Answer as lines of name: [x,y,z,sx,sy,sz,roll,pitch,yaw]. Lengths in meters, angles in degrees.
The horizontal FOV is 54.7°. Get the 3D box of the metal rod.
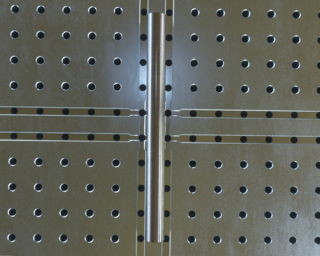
metal rod: [-0.006,-0.001,0.413,0.025,0.025,0.298,0,90,-1]
